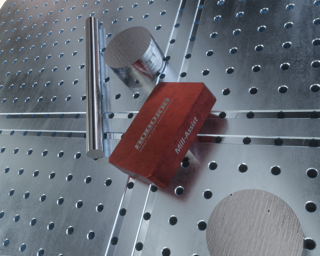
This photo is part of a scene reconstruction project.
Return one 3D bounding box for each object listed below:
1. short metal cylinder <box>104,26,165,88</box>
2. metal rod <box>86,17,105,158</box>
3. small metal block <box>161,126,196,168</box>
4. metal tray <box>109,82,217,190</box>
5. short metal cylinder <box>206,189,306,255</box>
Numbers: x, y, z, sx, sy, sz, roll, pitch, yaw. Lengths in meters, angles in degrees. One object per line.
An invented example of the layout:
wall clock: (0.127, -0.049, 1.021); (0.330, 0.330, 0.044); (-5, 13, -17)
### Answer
short metal cylinder: (-0.039, -0.109, 0.480); (0.080, 0.050, 0.080); (-13, 56, 21)
metal rod: (-0.111, -0.085, 0.518); (0.025, 0.025, 0.299); (-21, 54, 16)
small metal block: (0.013, 0.019, 0.390); (0.050, 0.025, 0.050); (-20, 54, 16)
metal tray: (0.002, 0.003, 0.384); (0.090, 0.030, 0.130); (11, 64, 50)
short metal cylinder: (0.088, 0.102, 0.283); (0.080, 0.050, 0.080); (-13, 56, 21)
